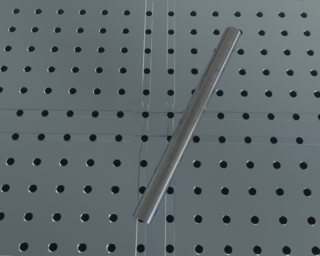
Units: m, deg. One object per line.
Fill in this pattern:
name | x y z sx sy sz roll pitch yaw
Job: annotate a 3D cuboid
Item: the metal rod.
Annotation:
metal rod | 0.044 -0.016 0.417 0.025 0.025 0.300 25 72 9
